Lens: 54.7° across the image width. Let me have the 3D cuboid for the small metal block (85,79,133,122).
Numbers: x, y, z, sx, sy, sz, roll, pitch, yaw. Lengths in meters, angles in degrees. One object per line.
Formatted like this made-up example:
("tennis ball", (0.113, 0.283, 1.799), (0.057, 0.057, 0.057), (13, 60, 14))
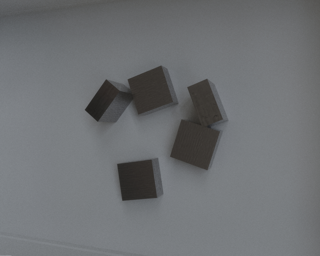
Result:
("small metal block", (-0.066, -0.035, 0.419), (0.025, 0.050, 0.050), (41, 103, 15))

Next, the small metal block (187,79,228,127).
("small metal block", (0.059, -0.028, 0.376), (0.025, 0.050, 0.050), (-22, 83, 18))

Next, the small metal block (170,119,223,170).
("small metal block", (0.047, 0.020, 0.394), (0.050, 0.025, 0.050), (19, 96, 18))

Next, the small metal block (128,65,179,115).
("small metal block", (-0.009, -0.049, 0.413), (0.050, 0.025, 0.050), (-19, 84, 18))

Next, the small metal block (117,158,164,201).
("small metal block", (-0.026, 0.069, 0.419), (0.050, 0.025, 0.050), (-9, 87, 19))
